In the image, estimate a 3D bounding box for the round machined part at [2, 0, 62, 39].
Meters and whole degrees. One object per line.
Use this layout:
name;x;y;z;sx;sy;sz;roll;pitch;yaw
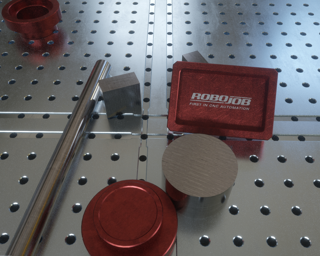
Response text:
round machined part;-0.228;-0.198;0.562;0.099;0.042;0.098;0;50;0

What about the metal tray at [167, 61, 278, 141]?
metal tray;0.078;-0.035;0.401;0.131;0.030;0.089;5;89;4

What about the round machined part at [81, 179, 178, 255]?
round machined part;-0.031;0.095;0.317;0.099;0.042;0.098;0;50;0

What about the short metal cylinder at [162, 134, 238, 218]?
short metal cylinder;0.042;0.053;0.347;0.081;0.050;0.080;0;50;0

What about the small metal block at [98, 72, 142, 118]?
small metal block;-0.055;-0.045;0.429;0.050;0.050;0.025;-16;52;-13

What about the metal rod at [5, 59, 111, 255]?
metal rod;-0.114;0.015;0.393;0.025;0.025;0.300;7;50;6

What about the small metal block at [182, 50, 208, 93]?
small metal block;0.054;-0.077;0.456;0.025;0.050;0.050;-19;53;-15
